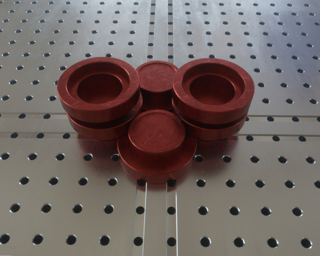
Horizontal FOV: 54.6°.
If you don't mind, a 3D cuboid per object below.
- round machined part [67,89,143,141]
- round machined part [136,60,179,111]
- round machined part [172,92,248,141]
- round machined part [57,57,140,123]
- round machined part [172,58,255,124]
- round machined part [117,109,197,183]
[{"bbox_3d":[-0.072,-0.022,0.414,0.099,0.042,0.098,0,50,0],"label":"round machined part"},{"bbox_3d":[-0.003,-0.060,0.447,0.099,0.042,0.098,0,50,0],"label":"round machined part"},{"bbox_3d":[0.065,-0.022,0.414,0.099,0.042,0.098,0,50,0],"label":"round machined part"},{"bbox_3d":[-0.074,-0.043,0.390,0.099,0.042,0.098,0,50,0],"label":"round machined part"},{"bbox_3d":[0.064,-0.041,0.389,0.099,0.042,0.098,0,50,0],"label":"round machined part"},{"bbox_3d":[-0.004,0.015,0.383,0.099,0.042,0.098,0,50,0],"label":"round machined part"}]
